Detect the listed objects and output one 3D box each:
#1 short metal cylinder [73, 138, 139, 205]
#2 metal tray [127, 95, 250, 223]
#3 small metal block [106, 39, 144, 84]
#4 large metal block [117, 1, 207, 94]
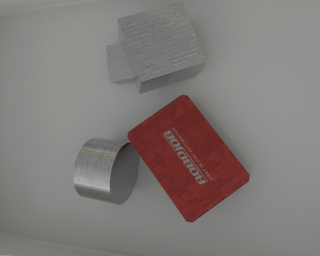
[{"bbox_3d":[-0.067,0.055,0.404,0.050,0.080,0.079,7,92,20],"label":"short metal cylinder"},{"bbox_3d":[0.033,0.036,0.380,0.090,0.030,0.130,-35,78,-5],"label":"metal tray"},{"bbox_3d":[-0.044,-0.090,0.425,0.050,0.025,0.050,-6,88,19],"label":"small metal block"},{"bbox_3d":[0.000,-0.097,0.380,0.081,0.050,0.080,-19,83,-9],"label":"large metal block"}]
